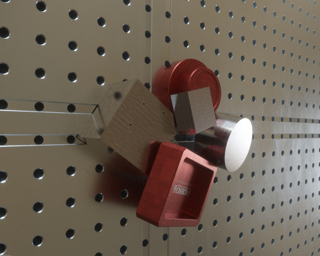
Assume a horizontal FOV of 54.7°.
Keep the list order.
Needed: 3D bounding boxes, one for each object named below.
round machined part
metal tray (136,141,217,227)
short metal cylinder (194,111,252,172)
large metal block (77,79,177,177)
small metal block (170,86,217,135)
[{"bbox_3d":[0.049,-0.050,0.439,0.099,0.042,0.097,0,90,-40],"label":"round machined part"},{"bbox_3d":[0.028,0.076,0.392,0.130,0.030,0.090,32,76,-59],"label":"metal tray"},{"bbox_3d":[0.094,0.019,0.457,0.081,0.050,0.079,-23,121,-45],"label":"short metal cylinder"},{"bbox_3d":[-0.034,0.001,0.364,0.080,0.050,0.080,43,64,-32],"label":"large metal block"},{"bbox_3d":[0.043,-0.022,0.385,0.050,0.025,0.050,-20,100,-49],"label":"small metal block"}]
